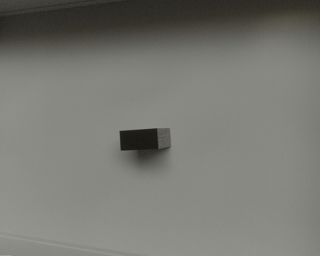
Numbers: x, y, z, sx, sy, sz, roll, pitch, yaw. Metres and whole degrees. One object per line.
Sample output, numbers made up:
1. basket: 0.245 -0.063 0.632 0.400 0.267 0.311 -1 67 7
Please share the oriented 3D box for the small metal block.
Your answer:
1. small metal block: -0.018 0.014 0.403 0.050 0.050 0.025 -4 89 19
